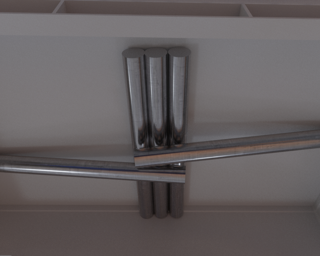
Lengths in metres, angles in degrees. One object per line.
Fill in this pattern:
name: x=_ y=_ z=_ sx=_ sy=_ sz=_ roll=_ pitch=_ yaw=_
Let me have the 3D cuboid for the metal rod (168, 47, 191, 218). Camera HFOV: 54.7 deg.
metal rod: x=0.025 y=0.030 z=0.434 sx=0.025 sy=0.025 sz=0.298 roll=-1 pitch=130 yaw=0

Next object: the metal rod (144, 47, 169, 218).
metal rod: x=-0.001 y=0.031 z=0.434 sx=0.025 sy=0.025 sz=0.298 roll=-1 pitch=130 yaw=0

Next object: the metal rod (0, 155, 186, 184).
metal rod: x=-0.116 y=0.056 z=0.432 sx=0.302 sy=0.025 sz=0.025 roll=3 pitch=130 yaw=5

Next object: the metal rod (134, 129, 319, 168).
metal rod: x=0.117 y=0.024 z=0.407 sx=0.302 sy=0.025 sz=0.025 roll=-6 pitch=130 yaw=-4

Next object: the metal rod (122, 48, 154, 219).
metal rod: x=-0.026 y=0.031 z=0.434 sx=0.025 sy=0.025 sz=0.298 roll=-1 pitch=130 yaw=0
